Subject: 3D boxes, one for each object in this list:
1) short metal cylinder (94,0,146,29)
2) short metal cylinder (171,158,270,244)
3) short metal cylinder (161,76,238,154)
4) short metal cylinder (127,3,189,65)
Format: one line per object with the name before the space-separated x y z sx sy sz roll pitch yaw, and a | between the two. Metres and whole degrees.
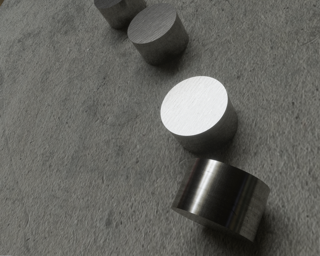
short metal cylinder | -0.072 -0.229 0.566 0.080 0.050 0.080 -13 56 21
short metal cylinder | 0.057 0.069 0.296 0.080 0.080 0.050 13 69 33
short metal cylinder | 0.048 -0.015 0.372 0.080 0.050 0.080 -13 56 21
short metal cylinder | -0.003 -0.144 0.478 0.080 0.050 0.080 -13 56 21
